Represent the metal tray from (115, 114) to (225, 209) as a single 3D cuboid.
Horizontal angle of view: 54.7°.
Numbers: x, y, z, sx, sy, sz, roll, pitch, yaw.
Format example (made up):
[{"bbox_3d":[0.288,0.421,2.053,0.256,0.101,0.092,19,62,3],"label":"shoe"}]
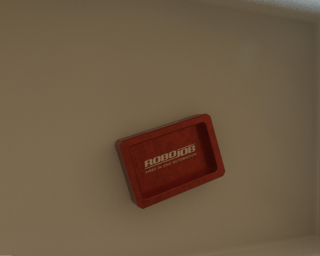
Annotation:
[{"bbox_3d":[0.016,0.041,0.414,0.131,0.030,0.089,-18,96,-20],"label":"metal tray"}]
